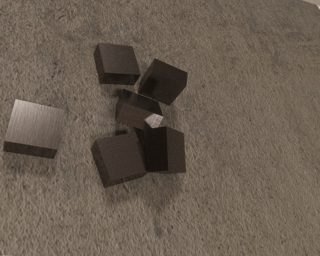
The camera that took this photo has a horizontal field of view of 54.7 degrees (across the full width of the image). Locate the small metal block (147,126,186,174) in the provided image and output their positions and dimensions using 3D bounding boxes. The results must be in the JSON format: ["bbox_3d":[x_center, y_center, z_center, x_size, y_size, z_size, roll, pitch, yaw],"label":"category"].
[{"bbox_3d":[0.008,0.028,0.370,0.050,0.025,0.050,21,64,-61],"label":"small metal block"}]

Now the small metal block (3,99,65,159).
[{"bbox_3d":[-0.134,0.002,0.331,0.050,0.025,0.050,13,56,-22],"label":"small metal block"}]

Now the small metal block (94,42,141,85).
[{"bbox_3d":[-0.060,-0.088,0.426,0.050,0.025,0.050,-2,63,-30],"label":"small metal block"}]

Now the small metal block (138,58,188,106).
[{"bbox_3d":[0.003,-0.062,0.429,0.050,0.050,0.025,20,54,-17],"label":"small metal block"}]

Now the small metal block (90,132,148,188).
[{"bbox_3d":[-0.046,0.036,0.358,0.050,0.025,0.050,-11,68,-33],"label":"small metal block"}]

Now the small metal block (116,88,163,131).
[{"bbox_3d":[-0.027,-0.022,0.389,0.050,0.025,0.050,19,22,-17],"label":"small metal block"}]
